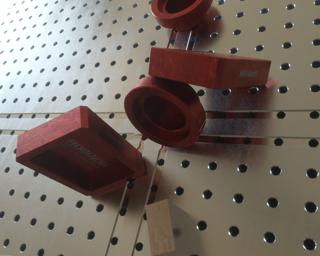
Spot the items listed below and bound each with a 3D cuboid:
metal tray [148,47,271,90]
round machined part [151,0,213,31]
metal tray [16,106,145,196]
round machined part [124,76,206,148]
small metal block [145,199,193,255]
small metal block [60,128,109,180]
[{"bbox_3d":[0.061,-0.070,0.358,0.090,0.131,0.030,18,110,35],"label":"metal tray"},{"bbox_3d":[0.039,-0.196,0.497,0.098,0.042,0.098,-13,56,21],"label":"round machined part"},{"bbox_3d":[-0.087,0.034,0.366,0.090,0.130,0.030,-24,53,14],"label":"metal tray"},{"bbox_3d":[0.010,-0.024,0.374,0.098,0.098,0.042,7,48,31],"label":"round machined part"},{"bbox_3d":[0.010,0.108,0.321,0.025,0.050,0.050,-21,54,16],"label":"small metal block"},{"bbox_3d":[-0.109,0.036,0.443,0.050,0.025,0.050,-37,51,3],"label":"small metal block"}]
